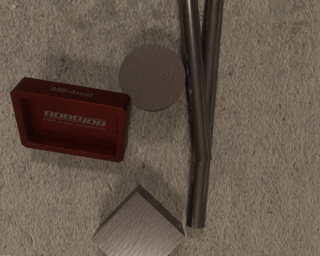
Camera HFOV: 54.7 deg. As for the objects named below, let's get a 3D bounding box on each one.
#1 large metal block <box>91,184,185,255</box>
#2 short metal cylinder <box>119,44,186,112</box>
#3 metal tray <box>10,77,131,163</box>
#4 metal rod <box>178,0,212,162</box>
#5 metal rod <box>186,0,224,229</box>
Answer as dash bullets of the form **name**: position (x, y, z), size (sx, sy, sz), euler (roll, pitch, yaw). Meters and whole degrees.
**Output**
- **large metal block**: position (-0.026, 0.133, 0.397), size (0.080, 0.050, 0.080), euler (44, 90, -1)
- **short metal cylinder**: position (-0.009, -0.061, 0.397), size (0.081, 0.050, 0.079), euler (0, 90, -1)
- **metal tray**: position (-0.105, -0.008, 0.380), size (0.131, 0.030, 0.089), euler (9, 131, -1)
- **metal rod**: position (0.041, -0.107, 0.396), size (0.025, 0.025, 0.298), euler (-4, 84, -1)
- **metal rod**: position (0.060, -0.020, 0.410), size (0.025, 0.025, 0.298), euler (5, 90, -1)
